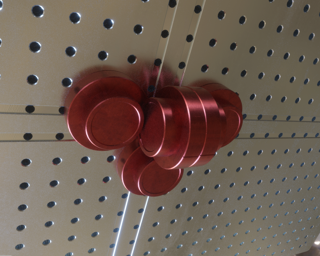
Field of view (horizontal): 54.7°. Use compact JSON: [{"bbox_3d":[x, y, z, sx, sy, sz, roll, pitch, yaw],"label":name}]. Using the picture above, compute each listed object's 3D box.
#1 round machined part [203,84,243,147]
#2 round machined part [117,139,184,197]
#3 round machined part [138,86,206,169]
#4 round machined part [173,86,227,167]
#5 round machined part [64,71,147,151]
[{"bbox_3d":[0.077,-0.010,0.437,0.099,0.042,0.097,-14,125,-21],"label":"round machined part"},{"bbox_3d":[-0.006,0.057,0.433,0.099,0.042,0.097,-14,125,-21],"label":"round machined part"},{"bbox_3d":[0.006,-0.001,0.360,0.042,0.098,0.097,1,118,-30],"label":"round machined part"},{"bbox_3d":[0.045,-0.002,0.382,0.042,0.098,0.097,-1,119,-29],"label":"round machined part"},{"bbox_3d":[-0.058,-0.014,0.361,0.099,0.042,0.097,-14,125,-21],"label":"round machined part"}]
